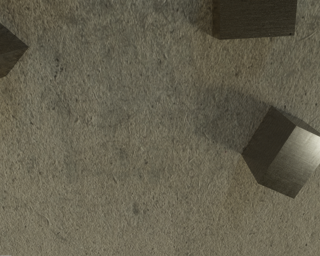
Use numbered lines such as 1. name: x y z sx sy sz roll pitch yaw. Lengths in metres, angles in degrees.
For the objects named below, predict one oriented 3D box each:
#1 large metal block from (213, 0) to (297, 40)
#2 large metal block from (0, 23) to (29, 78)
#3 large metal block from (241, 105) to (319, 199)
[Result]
1. large metal block: 0.103 -0.143 0.344 0.080 0.050 0.079 -3 110 1
2. large metal block: -0.209 -0.095 0.343 0.080 0.080 0.050 41 105 -14
3. large metal block: 0.155 0.027 0.392 0.050 0.080 0.080 24 108 -9
